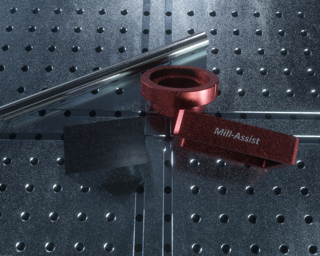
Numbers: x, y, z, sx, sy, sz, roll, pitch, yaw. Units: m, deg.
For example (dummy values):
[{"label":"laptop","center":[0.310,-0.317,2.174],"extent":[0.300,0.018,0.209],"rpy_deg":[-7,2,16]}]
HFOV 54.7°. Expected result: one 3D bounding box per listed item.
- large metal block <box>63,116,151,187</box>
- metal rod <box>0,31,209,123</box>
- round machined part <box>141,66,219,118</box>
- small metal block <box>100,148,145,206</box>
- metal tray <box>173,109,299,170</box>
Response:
[{"label":"large metal block","center":[-0.055,0.030,0.345],"extent":[0.081,0.080,0.050],"rpy_deg":[-8,70,-3]},{"label":"metal rod","center":[-0.071,-0.075,0.438],"extent":[0.302,0.025,0.025],"rpy_deg":[-22,72,-9]},{"label":"round machined part","center":[0.025,-0.046,0.402],"extent":[0.099,0.042,0.098],"rpy_deg":[1,29,0]},{"label":"small metal block","center":[-0.048,0.061,0.389],"extent":[0.050,0.025,0.050],"rpy_deg":[34,73,11]},{"label":"metal tray","center":[0.083,0.017,0.370],"extent":[0.131,0.090,0.030],"rpy_deg":[14,79,5]}]
